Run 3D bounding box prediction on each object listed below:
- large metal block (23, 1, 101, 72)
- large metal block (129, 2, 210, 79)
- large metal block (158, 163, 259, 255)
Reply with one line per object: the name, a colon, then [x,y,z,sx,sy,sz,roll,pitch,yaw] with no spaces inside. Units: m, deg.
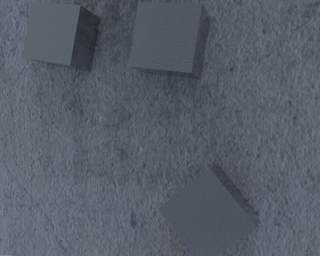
large metal block: [-0.140,-0.130,0.444,0.080,0.050,0.079,12,94,19]
large metal block: [0.013,-0.109,0.390,0.080,0.050,0.079,10,93,19]
large metal block: [0.060,0.101,0.374,0.080,0.050,0.080,-41,78,15]
